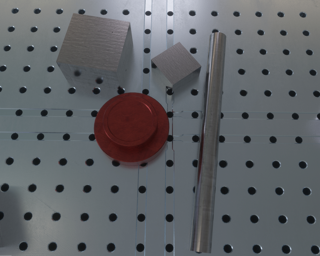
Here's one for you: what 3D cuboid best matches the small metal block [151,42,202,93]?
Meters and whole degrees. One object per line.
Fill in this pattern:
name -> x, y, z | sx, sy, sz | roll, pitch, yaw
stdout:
small metal block -> 0.023, -0.087, 0.444 | 0.050, 0.025, 0.050 | -35, 74, -12

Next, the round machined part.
round machined part -> -0.037, -0.003, 0.403 | 0.099, 0.042, 0.098 | 0, 70, 0

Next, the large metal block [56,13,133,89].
large metal block -> -0.088, -0.107, 0.437 | 0.080, 0.050, 0.080 | 10, 70, 3

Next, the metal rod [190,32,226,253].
metal rod -> 0.066, 0.004, 0.410 | 0.025, 0.025, 0.299 | 7, 70, 2

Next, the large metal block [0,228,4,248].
large metal block -> -0.225, 0.102, 0.343 | 0.050, 0.080, 0.080 | -18, 71, -6
